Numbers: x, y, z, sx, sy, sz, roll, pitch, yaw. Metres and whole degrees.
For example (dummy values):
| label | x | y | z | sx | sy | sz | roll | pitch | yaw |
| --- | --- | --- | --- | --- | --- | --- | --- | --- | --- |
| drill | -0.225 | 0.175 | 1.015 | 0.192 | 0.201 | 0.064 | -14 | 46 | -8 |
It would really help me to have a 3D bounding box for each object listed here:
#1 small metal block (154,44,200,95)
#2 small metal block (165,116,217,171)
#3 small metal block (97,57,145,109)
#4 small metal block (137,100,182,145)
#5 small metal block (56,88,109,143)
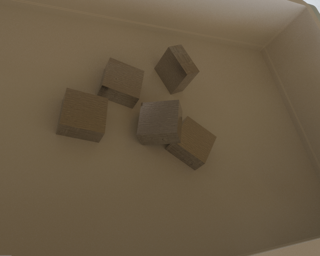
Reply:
| label | x | y | z | sx | sy | sz | roll | pitch | yaw |
| --- | --- | --- | --- | --- | --- | --- | --- | --- | --- |
| small metal block | 0.024 | -0.086 | 0.456 | 0.025 | 0.050 | 0.050 | -21 | 74 | -36 |
| small metal block | 0.042 | 0.020 | 0.418 | 0.050 | 0.025 | 0.050 | 36 | 51 | -5 |
| small metal block | -0.052 | -0.060 | 0.416 | 0.050 | 0.025 | 0.050 | 19 | 54 | -18 |
| small metal block | 0.001 | -0.007 | 0.395 | 0.050 | 0.025 | 0.050 | -4 | 56 | 13 |
| small metal block | -0.091 | -0.015 | 0.366 | 0.050 | 0.025 | 0.050 | 13 | 56 | -21 |
